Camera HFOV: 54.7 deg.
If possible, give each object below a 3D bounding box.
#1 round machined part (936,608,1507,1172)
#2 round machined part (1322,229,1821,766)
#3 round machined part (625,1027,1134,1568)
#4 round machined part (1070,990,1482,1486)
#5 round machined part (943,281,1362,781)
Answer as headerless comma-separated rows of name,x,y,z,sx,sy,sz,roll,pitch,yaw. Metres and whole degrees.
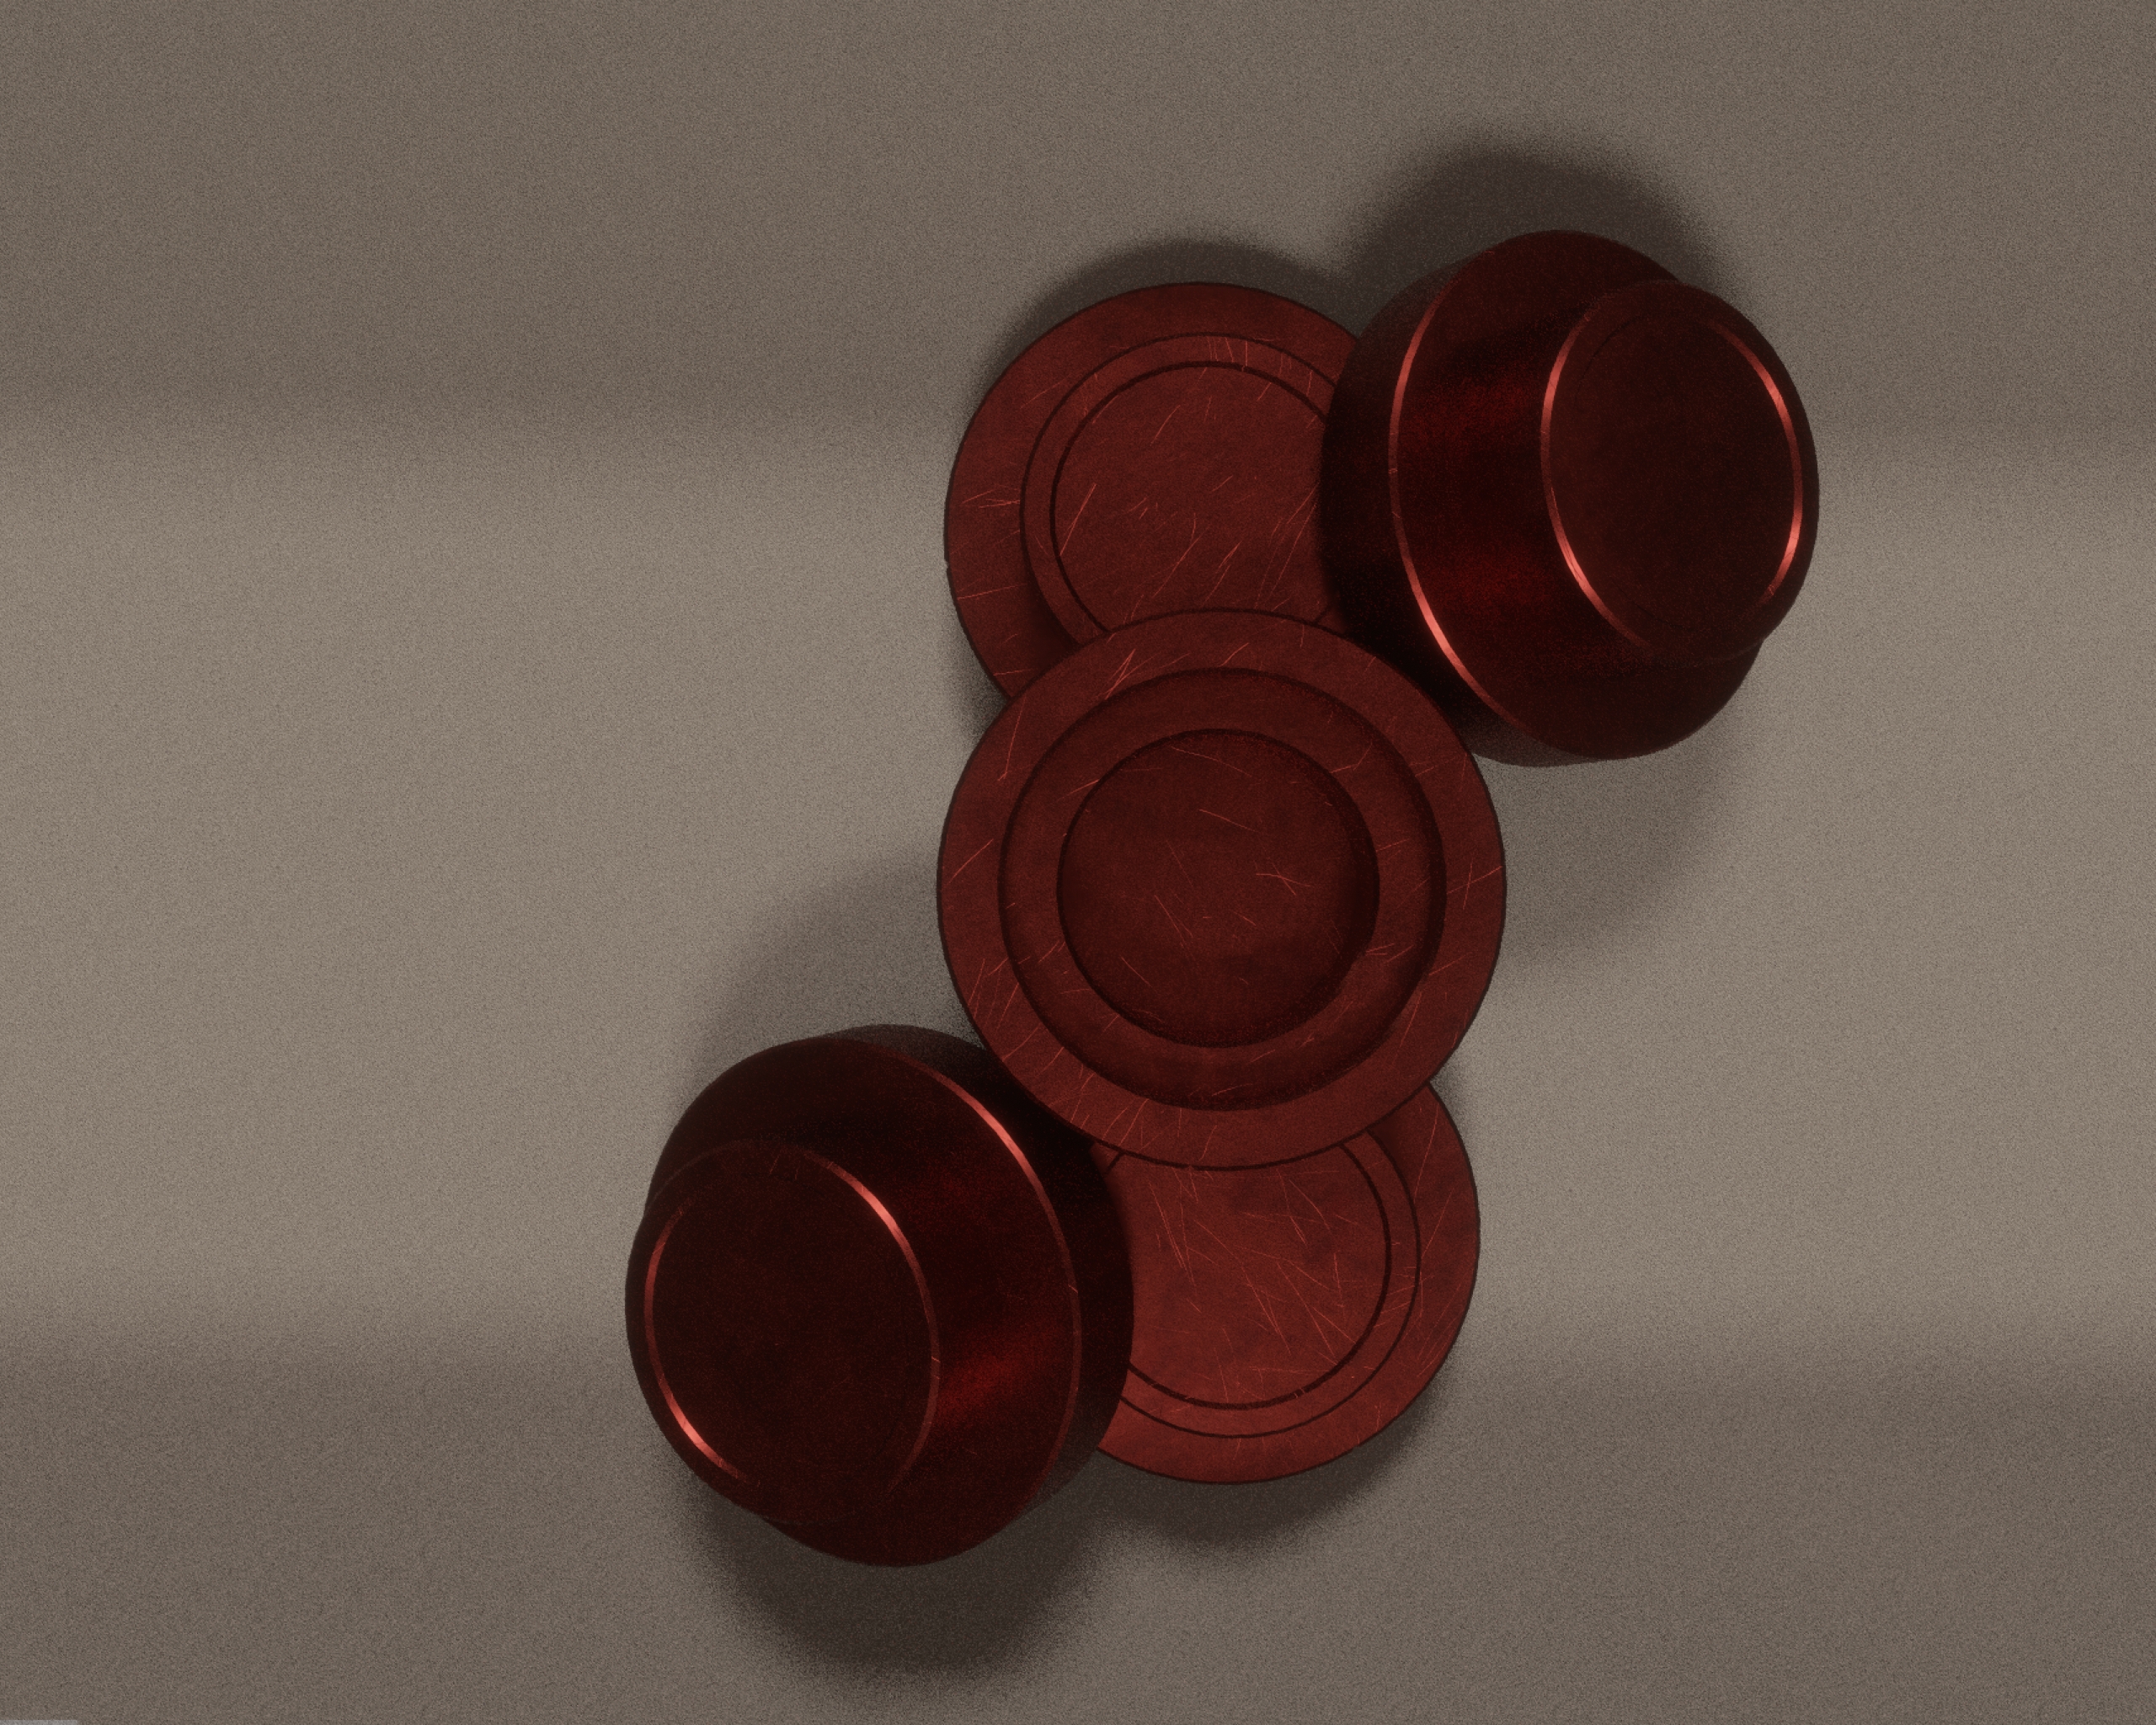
round machined part,0.025,0.005,0.380,0.099,0.042,0.097,0,90,-1
round machined part,0.096,-0.068,0.381,0.099,0.042,0.097,2,87,-31
round machined part,-0.043,0.081,0.380,0.098,0.042,0.097,2,95,29
round machined part,0.029,0.072,0.402,0.099,0.042,0.097,0,90,-1
round machined part,0.023,-0.063,0.401,0.099,0.042,0.097,0,90,-1
